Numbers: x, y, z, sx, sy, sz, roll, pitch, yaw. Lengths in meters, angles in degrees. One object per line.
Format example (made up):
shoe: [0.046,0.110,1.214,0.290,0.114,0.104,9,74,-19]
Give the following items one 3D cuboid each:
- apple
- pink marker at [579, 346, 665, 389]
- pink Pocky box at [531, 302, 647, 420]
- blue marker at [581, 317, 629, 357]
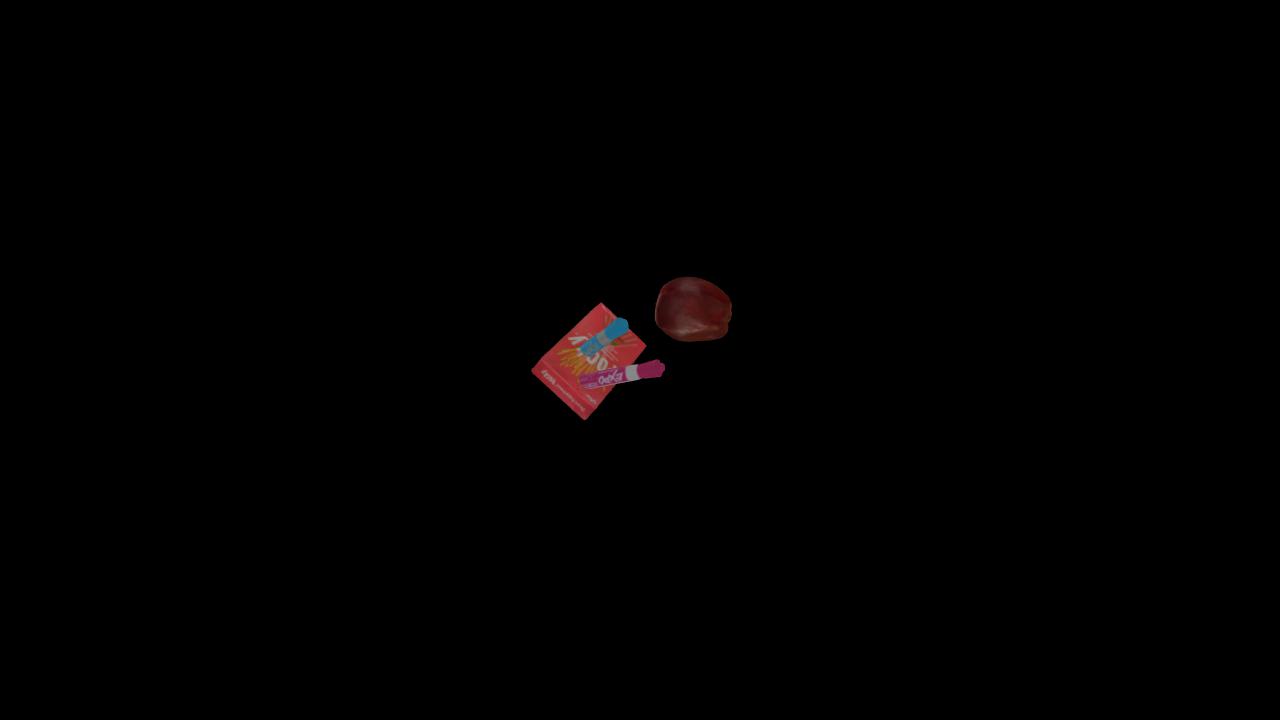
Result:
apple: [0.061,-0.060,0.731,0.093,0.079,0.079,10,3,16]
pink marker: [-0.026,0.018,0.666,0.121,0.020,0.020,-11,-6,31]
pink Pocky box: [-0.056,-0.003,0.737,0.029,0.084,0.155,-44,4,38]
blue marker: [-0.053,-0.016,0.707,0.020,0.020,0.121,0,-24,-43]
